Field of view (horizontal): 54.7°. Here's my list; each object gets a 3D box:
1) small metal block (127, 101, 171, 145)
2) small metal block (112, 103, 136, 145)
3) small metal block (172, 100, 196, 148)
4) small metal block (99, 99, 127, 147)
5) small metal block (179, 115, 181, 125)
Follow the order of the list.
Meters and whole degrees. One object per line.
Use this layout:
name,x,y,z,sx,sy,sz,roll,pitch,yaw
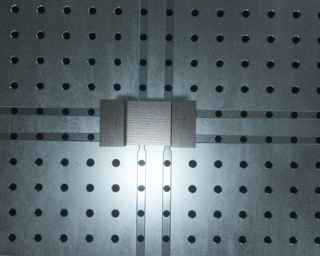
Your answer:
small metal block,-0.013,-0.006,0.364,0.050,0.025,0.050,1,90,-1
small metal block,-0.045,-0.005,0.400,0.025,0.050,0.050,1,90,0
small metal block,0.025,-0.004,0.350,0.025,0.050,0.050,1,90,0
small metal block,-0.051,-0.005,0.349,0.025,0.050,0.050,1,90,0
small metal block,0.020,-0.004,0.401,0.025,0.050,0.050,-1,90,0
